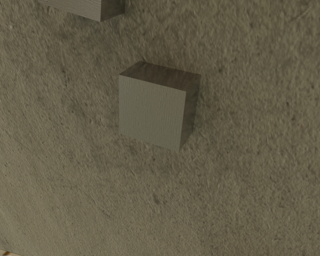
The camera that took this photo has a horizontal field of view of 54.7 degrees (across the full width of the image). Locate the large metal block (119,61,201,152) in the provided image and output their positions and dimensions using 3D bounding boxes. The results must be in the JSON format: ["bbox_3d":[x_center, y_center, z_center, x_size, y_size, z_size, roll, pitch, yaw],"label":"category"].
[{"bbox_3d":[-0.002,-0.027,0.373,0.080,0.050,0.079,17,125,18],"label":"large metal block"}]

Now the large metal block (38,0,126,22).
[{"bbox_3d":[-0.082,-0.168,0.328,0.080,0.050,0.079,22,126,15],"label":"large metal block"}]
